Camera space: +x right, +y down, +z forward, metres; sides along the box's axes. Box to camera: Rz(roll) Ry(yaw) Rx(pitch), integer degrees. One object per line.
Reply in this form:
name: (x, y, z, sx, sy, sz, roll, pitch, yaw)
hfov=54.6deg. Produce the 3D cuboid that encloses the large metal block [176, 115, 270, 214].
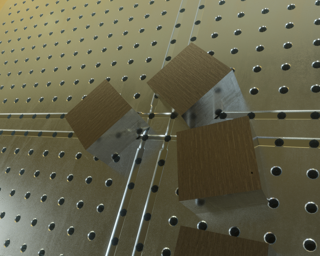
large metal block: (0.066, 0.042, 0.333, 0.080, 0.050, 0.080, -14, 56, 21)

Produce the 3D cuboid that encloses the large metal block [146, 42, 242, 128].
large metal block: (0.044, -0.052, 0.402, 0.080, 0.050, 0.080, -42, 51, -1)

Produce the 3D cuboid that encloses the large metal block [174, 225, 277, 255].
large metal block: (0.055, 0.141, 0.278, 0.080, 0.050, 0.080, 2, 63, 29)

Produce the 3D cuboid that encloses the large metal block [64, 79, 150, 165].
large metal block: (-0.076, -0.010, 0.439, 0.080, 0.050, 0.080, -43, 51, -1)
